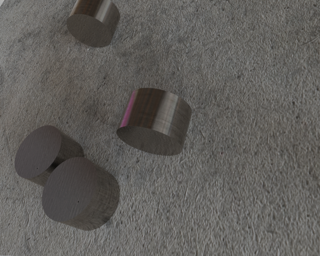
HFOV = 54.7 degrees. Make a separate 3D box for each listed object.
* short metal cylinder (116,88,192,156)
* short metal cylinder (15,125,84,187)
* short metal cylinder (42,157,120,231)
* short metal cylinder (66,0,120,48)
[{"bbox_3d":[-0.006,-0.005,0.375,0.080,0.080,0.050,2,63,29],"label":"short metal cylinder"},{"bbox_3d":[-0.158,0.043,0.445,0.080,0.050,0.080,-13,56,21],"label":"short metal cylinder"},{"bbox_3d":[-0.098,0.083,0.389,0.080,0.050,0.080,-13,56,21],"label":"short metal cylinder"},{"bbox_3d":[-0.116,-0.188,0.545,0.080,0.080,0.050,0,62,28],"label":"short metal cylinder"}]
